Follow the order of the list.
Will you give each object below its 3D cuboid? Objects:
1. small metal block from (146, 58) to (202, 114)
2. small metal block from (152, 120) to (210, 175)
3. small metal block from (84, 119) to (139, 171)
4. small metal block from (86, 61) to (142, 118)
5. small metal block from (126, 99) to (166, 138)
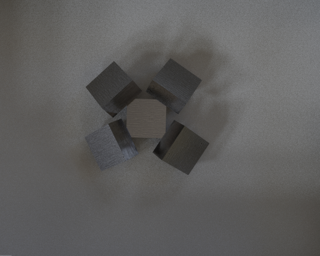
[{"bbox_3d":[0.018,-0.054,0.397,0.050,0.025,0.050,35,53,-1],"label":"small metal block"},{"bbox_3d":[0.027,0.026,0.398,0.050,0.025,0.050,34,90,-35],"label":"small metal block"},{"bbox_3d":[-0.062,0.022,0.397,0.050,0.025,0.050,-26,90,37],"label":"small metal block"},{"bbox_3d":[-0.059,-0.050,0.396,0.050,0.025,0.050,-42,53,0],"label":"small metal block"},{"bbox_3d":[-0.017,-0.012,0.409,0.050,0.025,0.050,2,90,0],"label":"small metal block"}]
